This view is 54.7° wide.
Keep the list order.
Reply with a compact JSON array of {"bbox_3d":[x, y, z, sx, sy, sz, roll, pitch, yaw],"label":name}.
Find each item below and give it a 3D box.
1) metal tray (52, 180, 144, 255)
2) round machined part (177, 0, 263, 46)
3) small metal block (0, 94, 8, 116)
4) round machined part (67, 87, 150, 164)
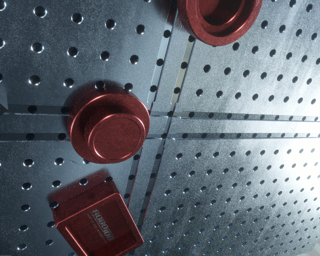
[{"bbox_3d":[-0.085,0.146,0.451,0.091,0.030,0.129,-27,128,-12],"label":"metal tray"},{"bbox_3d":[0.063,-0.145,0.344,0.099,0.042,0.097,-14,124,-21],"label":"round machined part"},{"bbox_3d":[-0.185,-0.023,0.296,0.050,0.025,0.050,-39,129,-2],"label":"small metal block"},{"bbox_3d":[-0.057,0.004,0.371,0.099,0.042,0.097,-14,124,-21],"label":"round machined part"}]
